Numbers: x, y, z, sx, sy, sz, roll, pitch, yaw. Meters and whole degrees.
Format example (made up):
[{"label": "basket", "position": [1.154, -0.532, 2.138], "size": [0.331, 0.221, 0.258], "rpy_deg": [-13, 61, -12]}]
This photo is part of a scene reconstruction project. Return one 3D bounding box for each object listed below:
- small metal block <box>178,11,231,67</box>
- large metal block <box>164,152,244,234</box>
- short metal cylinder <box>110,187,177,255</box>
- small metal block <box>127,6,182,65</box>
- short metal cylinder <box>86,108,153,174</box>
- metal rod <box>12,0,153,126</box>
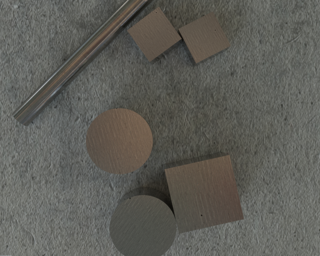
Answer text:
[{"label": "small metal block", "position": [0.057, -0.117, 0.410], "size": [0.050, 0.025, 0.050], "rpy_deg": [-27, 90, -1]}, {"label": "large metal block", "position": [0.053, 0.080, 0.398], "size": [0.080, 0.050, 0.080], "rpy_deg": [-13, 90, 0]}, {"label": "short metal cylinder", "position": [-0.020, 0.120, 0.397], "size": [0.081, 0.050, 0.080], "rpy_deg": [0, 90, 0]}, {"label": "small metal block", "position": [-0.006, -0.120, 0.407], "size": [0.050, 0.025, 0.050], "rpy_deg": [-35, 90, 7]}, {"label": "short metal cylinder", "position": [-0.049, 0.016, 0.397], "size": [0.081, 0.050, 0.080], "rpy_deg": [0, 90, 0]}, {"label": "metal rod", "position": [-0.078, -0.117, 0.409], "size": [0.025, 0.025, 0.300], "rpy_deg": [45, 90, 0]}]
